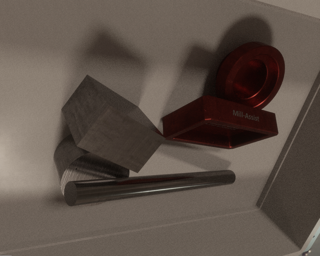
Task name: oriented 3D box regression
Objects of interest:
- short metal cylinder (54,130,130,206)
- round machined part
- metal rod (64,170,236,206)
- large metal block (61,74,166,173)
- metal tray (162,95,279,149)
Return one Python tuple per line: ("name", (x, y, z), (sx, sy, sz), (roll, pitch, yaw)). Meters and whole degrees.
("short metal cylinder", (-0.084, 0.048, 0.377), (0.081, 0.050, 0.079), (-14, 124, -21))
("round machined part", (0.116, -0.069, 0.421), (0.099, 0.042, 0.097), (-14, 124, -21))
("metal rod", (0.014, 0.075, 0.420), (0.302, 0.025, 0.025), (5, 117, -46))
("large metal block", (-0.053, -0.005, 0.342), (0.080, 0.080, 0.050), (32, 100, -39))
("metal tray", (0.080, -0.002, 0.414), (0.131, 0.030, 0.090), (10, 158, -33))
